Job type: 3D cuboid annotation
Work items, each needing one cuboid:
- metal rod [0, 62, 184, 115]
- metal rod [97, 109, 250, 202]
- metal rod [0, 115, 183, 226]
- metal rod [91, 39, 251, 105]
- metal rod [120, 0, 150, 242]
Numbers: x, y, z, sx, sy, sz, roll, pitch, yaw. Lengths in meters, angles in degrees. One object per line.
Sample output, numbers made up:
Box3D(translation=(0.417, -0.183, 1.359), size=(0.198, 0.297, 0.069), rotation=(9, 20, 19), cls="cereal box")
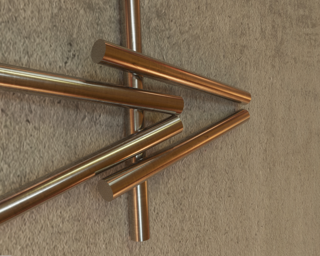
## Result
Box3D(translation=(-0.102, -0.041, 0.304), size=(0.302, 0.025, 0.025), rotation=(6, 86, -34), cls="metal rod")
Box3D(translation=(0.043, 0.022, 0.424), size=(0.302, 0.025, 0.025), rotation=(-23, 105, -44), cls="metal rod")
Box3D(translation=(-0.095, 0.051, 0.309), size=(0.302, 0.025, 0.025), rotation=(-26, 107, -32), cls="metal rod")
Box3D(translation=(0.041, -0.064, 0.422), size=(0.302, 0.025, 0.025), rotation=(7, 86, -46), cls="metal rod")
Box3D(translation=(-0.031, -0.012, 0.382), size=(0.025, 0.025, 0.298), rotation=(-4, 93, -40), cls="metal rod")
